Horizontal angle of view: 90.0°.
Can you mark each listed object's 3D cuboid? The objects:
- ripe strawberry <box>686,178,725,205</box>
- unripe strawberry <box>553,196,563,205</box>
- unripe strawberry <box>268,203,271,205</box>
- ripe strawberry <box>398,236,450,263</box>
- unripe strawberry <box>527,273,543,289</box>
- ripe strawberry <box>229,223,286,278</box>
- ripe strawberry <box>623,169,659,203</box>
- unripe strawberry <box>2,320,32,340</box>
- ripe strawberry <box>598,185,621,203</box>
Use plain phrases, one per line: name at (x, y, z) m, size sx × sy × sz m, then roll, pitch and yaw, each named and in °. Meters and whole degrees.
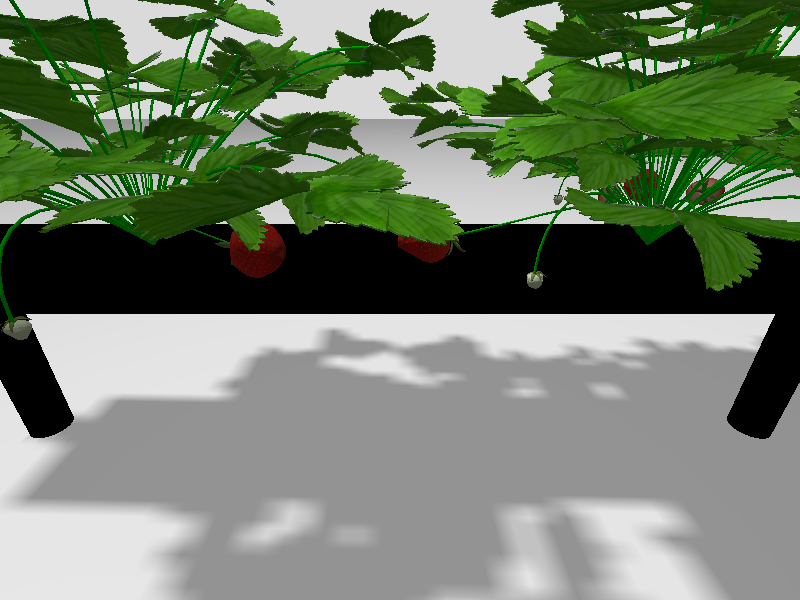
ripe strawberry at (0.379, -0.135, 0.497) m, size 0.038 × 0.032 × 0.038 m, roll 24°, pitch 28°, yaw 39°
unripe strawberry at (0.190, -0.120, 0.482) m, size 0.011 × 0.011 × 0.010 m, roll -7°, pitch 27°, yaw -13°
unripe strawberry at (-0.159, -0.121, 0.484) m, size 0.011 × 0.011 × 0.010 m, roll 12°, pitch 28°, yaw 23°
ripe strawberry at (0.019, -0.050, 0.320) m, size 0.043 × 0.042 × 0.040 m, roll -6°, pitch 27°, yaw -10°
unripe strawberry at (0.090, -0.013, 0.267) m, size 0.010 × 0.011 × 0.012 m, roll -19°, pitch 32°, yaw -33°
ripe strawberry at (-0.101, -0.037, 0.294) m, size 0.042 × 0.041 × 0.039 m, roll 15°, pitch 30°, yaw 26°
ripe strawberry at (0.317, -0.151, 0.526) m, size 0.040 × 0.043 × 0.043 m, roll 12°, pitch 28°, yaw 23°
unripe strawberry at (-0.199, 0.016, 0.209) m, size 0.011 × 0.011 × 0.010 m, roll -4°, pitch 26°, yaw -8°
ripe strawberry at (0.258, -0.130, 0.494) m, size 0.025 × 0.029 × 0.027 m, roll 5°, pitch 26°, yaw 11°
